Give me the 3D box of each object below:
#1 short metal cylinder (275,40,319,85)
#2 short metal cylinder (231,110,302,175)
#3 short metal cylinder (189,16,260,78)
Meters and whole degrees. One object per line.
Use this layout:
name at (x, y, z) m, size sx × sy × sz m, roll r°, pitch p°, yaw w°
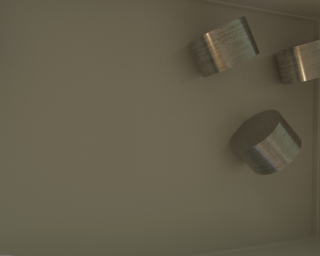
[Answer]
short metal cylinder at (0.220, -0.100, 0.464) m, size 0.081 × 0.080 × 0.050 m, roll -18°, pitch 96°, yaw -19°
short metal cylinder at (0.149, 0.020, 0.438) m, size 0.050 × 0.080 × 0.080 m, roll 47°, pitch 75°, yaw -15°
short metal cylinder at (0.085, -0.107, 0.414) m, size 0.081 × 0.080 × 0.050 m, roll -28°, pitch 100°, yaw -18°
